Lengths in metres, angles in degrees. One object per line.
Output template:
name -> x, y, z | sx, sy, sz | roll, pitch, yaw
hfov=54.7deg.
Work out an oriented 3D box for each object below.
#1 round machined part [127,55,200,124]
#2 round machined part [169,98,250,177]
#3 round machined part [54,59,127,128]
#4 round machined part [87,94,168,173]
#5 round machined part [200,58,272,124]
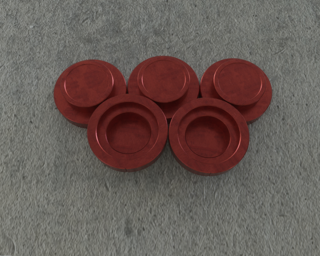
round machined part -> 0.005, -0.057, 0.421 | 0.099, 0.042, 0.098 | 0, 70, -1
round machined part -> 0.060, 0.014, 0.396 | 0.099, 0.042, 0.098 | 0, 70, -1
round machined part -> -0.094, -0.051, 0.418 | 0.099, 0.042, 0.098 | 0, 70, -1
round machined part -> -0.039, 0.009, 0.396 | 0.099, 0.042, 0.098 | 0, 70, -1
round machined part -> 0.104, -0.054, 0.421 | 0.099, 0.042, 0.098 | 0, 70, -1
